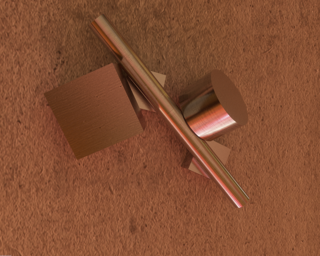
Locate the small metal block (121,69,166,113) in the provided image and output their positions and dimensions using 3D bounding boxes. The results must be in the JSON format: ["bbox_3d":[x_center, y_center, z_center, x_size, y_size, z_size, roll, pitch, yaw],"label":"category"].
[{"bbox_3d":[-0.025,-0.049,0.402,0.050,0.025,0.050,13,86,-20],"label":"small metal block"}]

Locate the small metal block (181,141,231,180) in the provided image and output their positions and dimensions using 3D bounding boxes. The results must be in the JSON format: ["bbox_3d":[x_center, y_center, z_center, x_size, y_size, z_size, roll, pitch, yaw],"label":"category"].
[{"bbox_3d":[0.065,0.042,0.436,0.050,0.025,0.050,26,81,-19],"label":"small metal block"}]

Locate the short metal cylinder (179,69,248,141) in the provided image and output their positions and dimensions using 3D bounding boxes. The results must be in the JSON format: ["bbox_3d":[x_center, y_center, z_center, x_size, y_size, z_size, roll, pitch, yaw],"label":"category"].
[{"bbox_3d":[0.070,-0.029,0.403,0.080,0.050,0.080,33,42,-35],"label":"short metal cylinder"}]

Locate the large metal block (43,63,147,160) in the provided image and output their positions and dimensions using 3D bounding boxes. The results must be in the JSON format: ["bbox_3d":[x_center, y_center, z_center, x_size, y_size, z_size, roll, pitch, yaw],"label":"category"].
[{"bbox_3d":[-0.070,-0.021,0.354,0.080,0.050,0.080,-23,100,5],"label":"large metal block"}]

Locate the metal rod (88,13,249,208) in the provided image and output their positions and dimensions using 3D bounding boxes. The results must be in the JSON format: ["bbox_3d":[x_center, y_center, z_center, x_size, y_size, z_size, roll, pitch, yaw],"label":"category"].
[{"bbox_3d":[0.020,-0.012,0.392,0.025,0.025,0.300,-43,104,-15],"label":"metal rod"}]
